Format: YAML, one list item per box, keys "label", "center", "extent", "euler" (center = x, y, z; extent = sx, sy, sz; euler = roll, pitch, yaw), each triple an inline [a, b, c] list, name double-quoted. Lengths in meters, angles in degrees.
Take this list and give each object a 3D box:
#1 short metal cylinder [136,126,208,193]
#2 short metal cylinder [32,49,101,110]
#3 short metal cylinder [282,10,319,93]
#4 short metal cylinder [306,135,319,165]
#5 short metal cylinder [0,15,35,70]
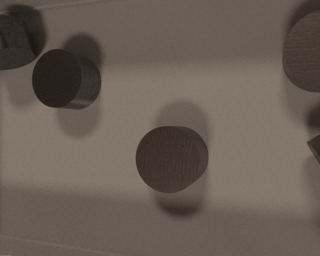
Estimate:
- label: "short metal cylinder"
  center: [0.016, 0.037, 0.391]
  extent: [0.080, 0.050, 0.079]
  euler: [0, 90, 19]
- label: "short metal cylinder"
  center: [-0.132, -0.067, 0.442]
  extent: [0.080, 0.050, 0.079]
  euler: [0, 90, 19]
- label: "short metal cylinder"
  center: [0.176, -0.081, 0.335]
  extent: [0.080, 0.050, 0.079]
  euler: [0, 90, 19]
- label: "short metal cylinder"
  center: [0.195, 0.035, 0.313]
  extent: [0.050, 0.080, 0.080]
  euler: [-34, 79, 17]
- label: "short metal cylinder"
  center: [-0.235, -0.125, 0.462]
  extent: [0.080, 0.080, 0.050]
  euler: [-18, 84, 19]
